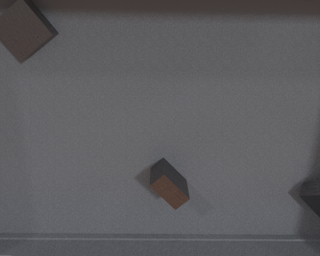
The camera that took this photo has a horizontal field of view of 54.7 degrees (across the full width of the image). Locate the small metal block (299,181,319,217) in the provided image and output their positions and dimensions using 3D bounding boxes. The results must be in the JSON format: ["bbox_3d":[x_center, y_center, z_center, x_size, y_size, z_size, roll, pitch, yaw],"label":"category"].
[{"bbox_3d":[0.237,0.100,0.437,0.050,0.025,0.050,44,148,-15],"label":"small metal block"}]

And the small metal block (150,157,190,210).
[{"bbox_3d":[0.013,0.076,0.426,0.025,0.050,0.050,-41,106,13],"label":"small metal block"}]

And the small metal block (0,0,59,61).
[{"bbox_3d":[-0.159,-0.117,0.366,0.050,0.025,0.050,-35,107,11],"label":"small metal block"}]
